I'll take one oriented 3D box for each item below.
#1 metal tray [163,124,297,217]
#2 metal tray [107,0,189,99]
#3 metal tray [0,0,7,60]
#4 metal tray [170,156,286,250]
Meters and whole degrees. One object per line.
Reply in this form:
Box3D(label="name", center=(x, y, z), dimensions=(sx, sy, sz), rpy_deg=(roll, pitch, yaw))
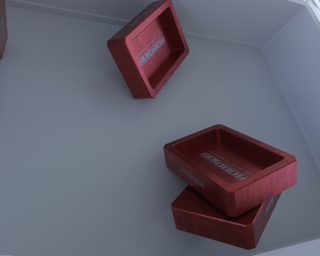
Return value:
Box3D(label="metal tray", center=(0.074, 0.039, 0.354), dimensions=(0.091, 0.130, 0.030), rpy_deg=(-20, 115, -22))
Box3D(label="metal tray", center=(-0.010, -0.112, 0.434), dimensions=(0.130, 0.030, 0.090), rpy_deg=(-56, 133, -38))
Box3D(label="metal tray", center=(-0.200, -0.110, 0.296), dimensions=(0.091, 0.130, 0.030), rpy_deg=(13, 79, -23))
Box3D(label="metal tray", center=(0.084, 0.073, 0.356), dimensions=(0.131, 0.090, 0.030), rpy_deg=(-37, 122, -47))
